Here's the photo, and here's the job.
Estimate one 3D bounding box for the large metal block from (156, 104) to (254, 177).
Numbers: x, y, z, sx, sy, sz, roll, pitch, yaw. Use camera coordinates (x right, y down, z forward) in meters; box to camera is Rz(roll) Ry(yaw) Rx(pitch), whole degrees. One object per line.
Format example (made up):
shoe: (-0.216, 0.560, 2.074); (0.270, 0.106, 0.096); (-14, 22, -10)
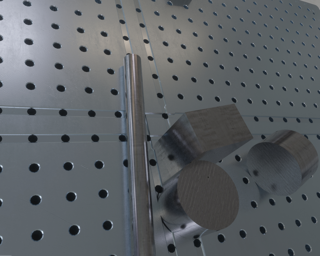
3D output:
large metal block: (0.054, 0.016, 0.392); (0.081, 0.080, 0.050); (-11, 68, -33)

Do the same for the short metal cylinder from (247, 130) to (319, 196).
short metal cylinder: (0.171, 0.048, 0.436); (0.050, 0.080, 0.080); (-25, 75, -37)

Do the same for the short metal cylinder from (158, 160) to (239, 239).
short metal cylinder: (0.045, 0.085, 0.365); (0.081, 0.050, 0.080); (13, 56, -21)

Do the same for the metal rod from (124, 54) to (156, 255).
metal rod: (-0.027, 0.032, 0.374); (0.025, 0.025, 0.299); (8, 58, -24)
